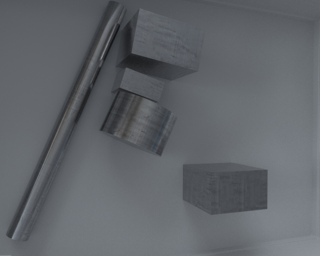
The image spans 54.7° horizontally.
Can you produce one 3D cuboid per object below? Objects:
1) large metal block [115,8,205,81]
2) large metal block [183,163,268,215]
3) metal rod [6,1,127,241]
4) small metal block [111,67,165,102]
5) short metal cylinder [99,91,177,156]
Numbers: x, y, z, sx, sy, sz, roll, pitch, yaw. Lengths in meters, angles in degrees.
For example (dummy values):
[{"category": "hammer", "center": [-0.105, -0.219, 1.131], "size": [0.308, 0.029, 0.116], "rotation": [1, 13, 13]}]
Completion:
[{"category": "large metal block", "center": [-0.003, -0.097, 0.381], "size": [0.081, 0.080, 0.050], "rotation": [11, 87, -20]}, {"category": "large metal block", "center": [0.084, 0.077, 0.414], "size": [0.081, 0.080, 0.050], "rotation": [0, 90, -20]}, {"category": "metal rod", "center": [-0.108, -0.015, 0.371], "size": [0.025, 0.025, 0.299], "rotation": [24, 82, -19]}, {"category": "small metal block", "center": [-0.029, -0.051, 0.387], "size": [0.050, 0.050, 0.025], "rotation": [19, 84, -20]}, {"category": "short metal cylinder", "center": [-0.026, -0.004, 0.373], "size": [0.080, 0.080, 0.050], "rotation": [25, 82, -19]}]
